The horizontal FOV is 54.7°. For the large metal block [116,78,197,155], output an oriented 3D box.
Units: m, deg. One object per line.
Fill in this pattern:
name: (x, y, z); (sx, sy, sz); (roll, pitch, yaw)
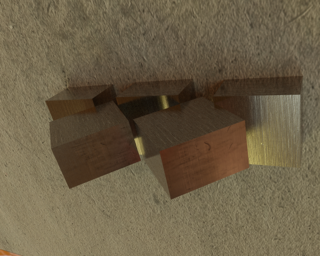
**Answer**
large metal block: (0.002, -0.013, 0.382); (0.080, 0.050, 0.079); (1, 119, 27)

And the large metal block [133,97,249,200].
large metal block: (0.028, 0.014, 0.304); (0.080, 0.081, 0.050); (-135, 29, -61)

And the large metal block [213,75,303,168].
large metal block: (0.108, -0.008, 0.331); (0.080, 0.050, 0.079); (2, 119, 27)

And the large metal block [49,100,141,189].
large metal block: (-0.077, 0.014, 0.356); (0.081, 0.080, 0.050); (-21, 116, -13)

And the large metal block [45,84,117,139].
large metal block: (-0.100, -0.013, 0.435); (0.080, 0.050, 0.080); (0, 119, 27)
